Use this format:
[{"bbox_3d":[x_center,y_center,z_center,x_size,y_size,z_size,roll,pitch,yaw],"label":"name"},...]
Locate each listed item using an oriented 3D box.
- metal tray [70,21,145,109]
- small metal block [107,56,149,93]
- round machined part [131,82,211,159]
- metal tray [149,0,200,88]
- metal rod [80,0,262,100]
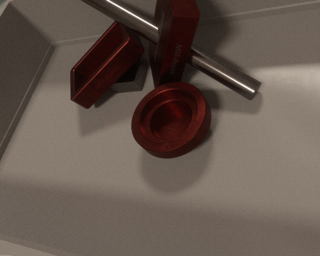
[{"bbox_3d":[-0.086,-0.101,0.476,0.130,0.030,0.090,-41,39,20],"label":"metal tray"},{"bbox_3d":[-0.050,-0.083,0.481,0.050,0.025,0.050,-2,61,27],"label":"small metal block"},{"bbox_3d":[0.017,-0.006,0.389,0.098,0.042,0.098,-13,56,20],"label":"round machined part"},{"bbox_3d":[0.013,-0.120,0.407,0.030,0.129,0.090,-1,54,-12],"label":"metal tray"},{"bbox_3d":[-0.003,-0.125,0.418,0.300,0.025,0.025,35,80,17],"label":"metal rod"}]
